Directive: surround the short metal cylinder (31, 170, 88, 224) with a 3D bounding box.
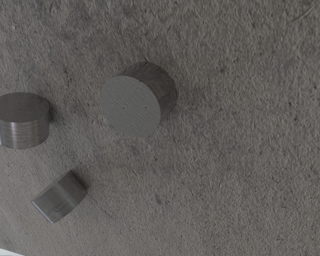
[{"bbox_3d":[-0.173,0.119,0.536,0.080,0.080,0.050,-31,101,38],"label":"short metal cylinder"}]

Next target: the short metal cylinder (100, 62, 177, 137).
[{"bbox_3d":[-0.025,-0.035,0.382,0.080,0.050,0.079,13,124,21],"label":"short metal cylinder"}]

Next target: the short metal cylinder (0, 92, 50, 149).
[{"bbox_3d":[-0.213,-0.013,0.476,0.080,0.080,0.050,24,127,13],"label":"short metal cylinder"}]
